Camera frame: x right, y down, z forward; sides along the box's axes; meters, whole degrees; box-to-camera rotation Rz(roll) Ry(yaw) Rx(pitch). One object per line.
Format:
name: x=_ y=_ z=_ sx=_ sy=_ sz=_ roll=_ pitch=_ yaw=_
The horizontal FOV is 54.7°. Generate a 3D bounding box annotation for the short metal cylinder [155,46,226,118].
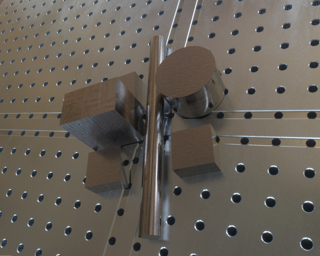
short metal cylinder: x=0.040 y=-0.060 z=0.406 sx=0.080 sy=0.050 sz=0.080 roll=-13 pitch=56 yaw=20

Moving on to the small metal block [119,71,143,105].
small metal block: x=-0.054 y=-0.051 z=0.466 sx=0.050 sy=0.025 sz=0.050 roll=-16 pitch=55 yaw=18

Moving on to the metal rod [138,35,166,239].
metal rod: x=-0.007 y=-0.009 z=0.416 sx=0.025 sy=0.025 sz=0.299 roll=-12 pitch=57 yaw=21

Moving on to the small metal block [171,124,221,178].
small metal block: x=0.042 y=0.027 z=0.368 sx=0.050 sy=0.025 sz=0.050 roll=-14 pitch=56 yaw=20

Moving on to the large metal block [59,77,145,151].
large metal block: x=-0.073 y=-0.015 z=0.417 sx=0.080 sy=0.080 sz=0.050 roll=-14 pitch=56 yaw=20

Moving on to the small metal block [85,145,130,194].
small metal block: x=-0.068 y=0.055 z=0.409 sx=0.050 sy=0.025 sz=0.050 roll=-14 pitch=56 yaw=19
